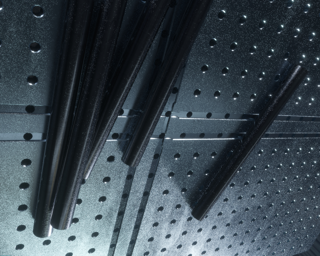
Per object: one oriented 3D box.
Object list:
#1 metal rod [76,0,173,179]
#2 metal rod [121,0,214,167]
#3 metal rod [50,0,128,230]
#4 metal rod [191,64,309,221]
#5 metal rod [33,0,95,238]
[{"bbox_3d":[-0.035,-0.070,0.350,0.025,0.025,0.298,16,110,-35],"label":"metal rod"},{"bbox_3d":[0.019,-0.083,0.371,0.025,0.025,0.298,12,112,-34],"label":"metal rod"},{"bbox_3d":[-0.080,-0.017,0.341,0.025,0.025,0.298,7,110,-32],"label":"metal rod"},{"bbox_3d":[0.141,0.031,0.510,0.025,0.025,0.299,21,107,-37],"label":"metal rod"},{"bbox_3d":[-0.115,0.006,0.352,0.025,0.025,0.298,3,117,-30],"label":"metal rod"}]
